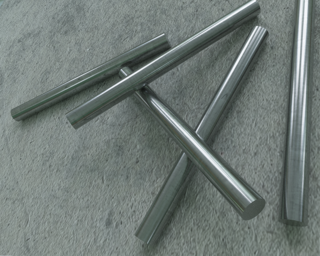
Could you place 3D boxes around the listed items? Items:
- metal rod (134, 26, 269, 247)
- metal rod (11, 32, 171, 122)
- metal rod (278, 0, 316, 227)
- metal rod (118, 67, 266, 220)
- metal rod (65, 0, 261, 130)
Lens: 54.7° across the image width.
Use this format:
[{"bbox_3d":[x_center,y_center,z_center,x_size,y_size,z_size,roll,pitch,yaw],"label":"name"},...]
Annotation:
[{"bbox_3d":[0.058,-0.002,0.374,0.025,0.025,0.300,21,72,35],"label":"metal rod"},{"bbox_3d":[-0.122,-0.080,0.517,0.300,0.025,0.025,-23,53,14],"label":"metal rod"},{"bbox_3d":[0.157,-0.044,0.348,0.025,0.025,0.300,1,62,28],"label":"metal rod"},{"bbox_3d":[0.014,-0.007,0.374,0.025,0.025,0.300,-41,43,0],"label":"metal rod"},{"bbox_3d":[0.009,-0.090,0.420,0.301,0.025,0.025,-33,51,-8],"label":"metal rod"}]
